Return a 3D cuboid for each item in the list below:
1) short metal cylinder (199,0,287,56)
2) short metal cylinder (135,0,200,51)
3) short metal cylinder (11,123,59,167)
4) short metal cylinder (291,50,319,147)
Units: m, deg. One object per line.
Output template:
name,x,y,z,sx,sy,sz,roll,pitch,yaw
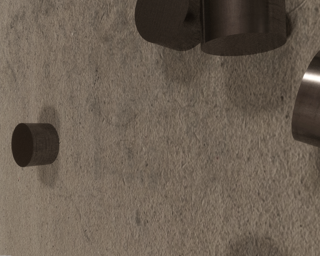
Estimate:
short metal cylinder,0.080,-0.105,0.302,0.080,0.081,0.050,-2,89,39
short metal cylinder,0.016,-0.138,0.374,0.080,0.050,0.079,0,90,39
short metal cylinder,-0.233,0.031,0.577,0.080,0.050,0.079,0,90,39
short metal cylinder,0.147,-0.020,0.247,0.050,0.081,0.079,21,104,38
